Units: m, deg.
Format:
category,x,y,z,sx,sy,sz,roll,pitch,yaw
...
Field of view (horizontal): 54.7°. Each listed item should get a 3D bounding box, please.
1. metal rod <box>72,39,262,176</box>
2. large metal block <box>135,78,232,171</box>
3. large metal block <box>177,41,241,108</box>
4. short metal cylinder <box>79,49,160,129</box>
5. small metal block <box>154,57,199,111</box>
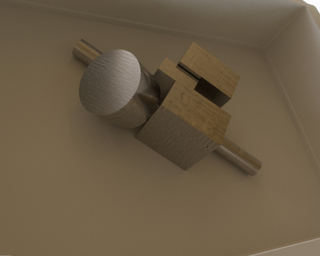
category,x,y,z,sx,sy,sz,roll,pitch,yaw
metal rod,0.014,-0.025,0.429,0.301,0.025,0.025,34,51,-6
large metal block,0.027,-0.001,0.386,0.080,0.080,0.050,34,51,-6
large metal block,0.051,-0.058,0.435,0.080,0.080,0.050,35,51,-6
short metal cylinder,-0.047,-0.044,0.364,0.050,0.080,0.080,37,35,-59
small metal block,0.013,-0.054,0.400,0.050,0.050,0.025,35,51,-5
